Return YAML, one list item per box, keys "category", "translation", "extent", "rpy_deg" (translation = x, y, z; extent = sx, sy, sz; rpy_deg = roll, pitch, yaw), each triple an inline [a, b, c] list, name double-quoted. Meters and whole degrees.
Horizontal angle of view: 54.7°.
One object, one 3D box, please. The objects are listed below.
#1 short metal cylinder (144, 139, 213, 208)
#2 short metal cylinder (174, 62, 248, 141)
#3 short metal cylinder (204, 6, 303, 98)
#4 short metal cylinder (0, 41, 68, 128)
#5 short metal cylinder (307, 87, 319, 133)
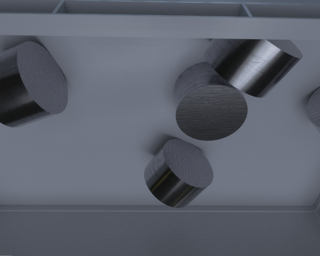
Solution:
- category: "short metal cylinder"
  translation: [0.026, 0.062, 0.426]
  extent: [0.080, 0.080, 0.050]
  rpy_deg: [24, 126, -20]
- category: "short metal cylinder"
  translation: [0.058, -0.031, 0.367]
  extent: [0.081, 0.050, 0.079]
  rpy_deg: [0, 130, 0]
- category: "short metal cylinder"
  translation: [0.092, -0.076, 0.310]
  extent: [0.080, 0.080, 0.050]
  rpy_deg: [23, 126, -19]
- category: "short metal cylinder"
  translation: [-0.144, -0.046, 0.332]
  extent: [0.050, 0.080, 0.080]
  rpy_deg: [-17, 128, 14]
- category: "short metal cylinder"
  translation: [0.223, -0.017, 0.362]
  extent: [0.080, 0.080, 0.050]
  rpy_deg: [-34, 123, 25]
